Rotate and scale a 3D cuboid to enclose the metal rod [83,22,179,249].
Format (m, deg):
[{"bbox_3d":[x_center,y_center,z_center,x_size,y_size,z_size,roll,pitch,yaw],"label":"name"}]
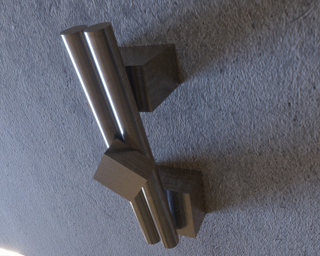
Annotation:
[{"bbox_3d":[-0.020,0.034,0.346,0.025,0.025,0.298,3,127,27],"label":"metal rod"}]

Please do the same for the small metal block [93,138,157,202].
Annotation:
[{"bbox_3d":[-0.038,0.046,0.331,0.050,0.025,0.050,32,134,0],"label":"small metal block"}]

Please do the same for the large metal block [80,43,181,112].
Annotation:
[{"bbox_3d":[-0.032,-0.059,0.353,0.080,0.080,0.050,3,120,26],"label":"large metal block"}]

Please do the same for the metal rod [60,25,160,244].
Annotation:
[{"bbox_3d":[-0.043,0.033,0.357,0.025,0.025,0.298,3,127,27],"label":"metal rod"}]

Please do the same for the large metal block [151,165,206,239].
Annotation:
[{"bbox_3d":[0.017,0.103,0.446,0.080,0.050,0.079,5,121,25],"label":"large metal block"}]
